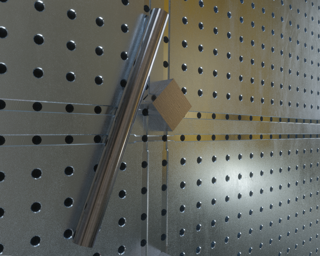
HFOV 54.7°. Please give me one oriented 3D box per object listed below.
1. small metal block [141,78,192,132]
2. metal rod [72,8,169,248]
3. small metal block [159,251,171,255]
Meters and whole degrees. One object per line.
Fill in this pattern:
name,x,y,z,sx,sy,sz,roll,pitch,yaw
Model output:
small metal block,0.009,-0.031,0.419,0.050,0.025,0.050,-52,121,-28
metal rod,-0.042,-0.012,0.375,0.025,0.025,0.299,27,73,-37
small metal block,0.011,0.197,0.404,0.050,0.050,0.025,-49,120,-29
